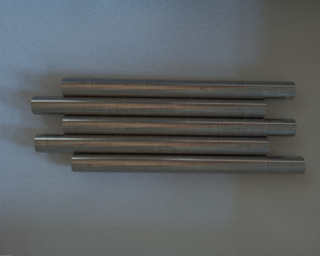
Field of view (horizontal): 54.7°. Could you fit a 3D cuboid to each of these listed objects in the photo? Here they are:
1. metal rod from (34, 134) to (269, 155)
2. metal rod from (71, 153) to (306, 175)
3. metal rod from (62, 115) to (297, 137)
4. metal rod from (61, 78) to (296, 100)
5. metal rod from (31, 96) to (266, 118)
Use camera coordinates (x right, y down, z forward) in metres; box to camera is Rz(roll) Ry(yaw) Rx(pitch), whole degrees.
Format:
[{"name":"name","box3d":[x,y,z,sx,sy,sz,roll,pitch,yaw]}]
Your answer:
[{"name":"metal rod","box3d":[-0.010,0.022,0.410,0.302,0.025,0.025,1,90,-1]},{"name":"metal rod","box3d":[0.037,0.048,0.411,0.302,0.025,0.025,1,90,-1]},{"name":"metal rod","box3d":[0.026,-0.002,0.410,0.302,0.025,0.025,1,90,-1]},{"name":"metal rod","box3d":[0.025,-0.052,0.410,0.302,0.025,0.025,1,90,-1]},{"name":"metal rod","box3d":[-0.014,-0.028,0.410,0.302,0.025,0.025,1,90,-1]}]
